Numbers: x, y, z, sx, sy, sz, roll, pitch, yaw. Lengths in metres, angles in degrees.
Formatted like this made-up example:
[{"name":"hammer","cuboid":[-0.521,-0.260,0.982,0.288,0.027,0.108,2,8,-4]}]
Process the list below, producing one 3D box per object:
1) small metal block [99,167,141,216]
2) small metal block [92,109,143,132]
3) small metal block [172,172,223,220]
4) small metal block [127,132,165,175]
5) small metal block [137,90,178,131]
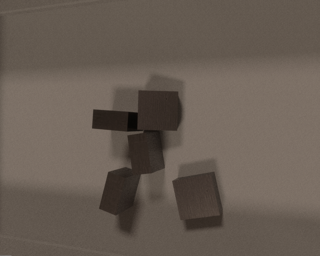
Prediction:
[{"name":"small metal block","cuboid":[-0.052,0.083,0.415,0.025,0.050,0.050,16,96,19]},{"name":"small metal block","cuboid":[-0.055,-0.010,0.416,0.050,0.050,0.025,5,92,20]},{"name":"small metal block","cuboid":[0.048,0.086,0.393,0.050,0.025,0.050,-13,86,19]},{"name":"small metal block","cuboid":[-0.017,0.032,0.402,0.025,0.050,0.050,-9,87,19]},{"name":"small metal block","cuboid":[-0.002,-0.022,0.403,0.050,0.025,0.050,2,91,0]}]
